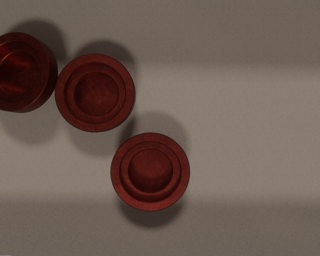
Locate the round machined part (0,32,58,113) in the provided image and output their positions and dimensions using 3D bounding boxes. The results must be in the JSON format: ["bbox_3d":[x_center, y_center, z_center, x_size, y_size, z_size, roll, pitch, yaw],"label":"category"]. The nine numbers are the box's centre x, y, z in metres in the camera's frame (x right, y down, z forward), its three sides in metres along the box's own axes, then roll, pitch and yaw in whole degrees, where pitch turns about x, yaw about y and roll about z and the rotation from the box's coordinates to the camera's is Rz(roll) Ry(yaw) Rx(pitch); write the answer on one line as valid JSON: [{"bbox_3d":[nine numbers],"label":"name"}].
[{"bbox_3d":[-0.174,-0.067,0.394,0.098,0.042,0.097,-1,86,11],"label":"round machined part"}]

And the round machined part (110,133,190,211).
[{"bbox_3d":[-0.012,0.054,0.403,0.099,0.042,0.097,0,90,-1],"label":"round machined part"}]

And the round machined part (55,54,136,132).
[{"bbox_3d":[-0.080,-0.043,0.402,0.099,0.042,0.097,0,90,-1],"label":"round machined part"}]
